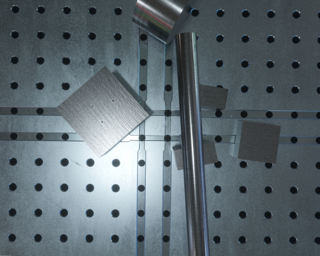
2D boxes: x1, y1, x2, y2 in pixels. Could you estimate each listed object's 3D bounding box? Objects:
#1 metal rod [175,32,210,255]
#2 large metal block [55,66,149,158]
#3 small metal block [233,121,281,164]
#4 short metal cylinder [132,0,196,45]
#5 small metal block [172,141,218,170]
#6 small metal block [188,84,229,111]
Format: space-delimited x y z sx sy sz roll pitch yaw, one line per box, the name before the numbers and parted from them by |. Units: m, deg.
metal rod | 0.039 0.040 0.363 0.025 0.025 0.298 -4 90 -1
large metal block | -0.070 -0.020 0.400 0.080 0.050 0.080 -41 91 0
small metal block | 0.129 0.019 0.415 0.050 0.025 0.050 8 90 -1
short metal cylinder | 0.008 -0.153 0.386 0.050 0.080 0.080 33 90 -1
small metal block | 0.044 0.034 0.402 0.050 0.050 0.025 -12 90 0
small metal block | 0.057 -0.039 0.402 0.050 0.050 0.025 10 90 -1
